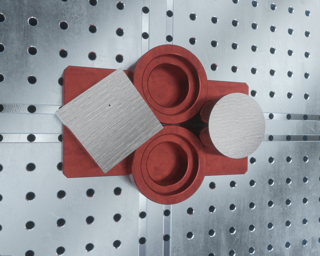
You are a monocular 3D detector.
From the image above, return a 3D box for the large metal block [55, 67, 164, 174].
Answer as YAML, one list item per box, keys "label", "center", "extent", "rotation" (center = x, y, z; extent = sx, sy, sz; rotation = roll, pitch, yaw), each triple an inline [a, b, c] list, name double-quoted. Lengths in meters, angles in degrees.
- label: "large metal block"
  center: [-0.057, -0.009, 0.346]
  extent: [0.080, 0.050, 0.080]
  rotation: [-38, 103, -16]

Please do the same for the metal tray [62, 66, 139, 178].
- label: "metal tray"
  center: [-0.073, -0.007, 0.383]
  extent: [0.091, 0.030, 0.129]
  rotation: [1, 90, -21]

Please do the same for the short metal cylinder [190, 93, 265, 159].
- label: "short metal cylinder"
  center: [0.086, -0.003, 0.398]
  extent: [0.081, 0.050, 0.079]
  rotation: [0, 90, -20]

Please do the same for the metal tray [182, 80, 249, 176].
- label: "metal tray"
  center: [0.078, 0.000, 0.436]
  extent: [0.091, 0.030, 0.129]
  rotation: [1, 90, -20]

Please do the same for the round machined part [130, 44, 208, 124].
- label: "round machined part"
  center: [0.008, -0.053, 0.397]
  extent: [0.099, 0.042, 0.097]
  rotation: [0, 90, -20]

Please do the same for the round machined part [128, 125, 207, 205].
- label: "round machined part"
  center: [0.006, 0.045, 0.396]
  extent: [0.099, 0.042, 0.097]
  rotation: [0, 90, -20]
